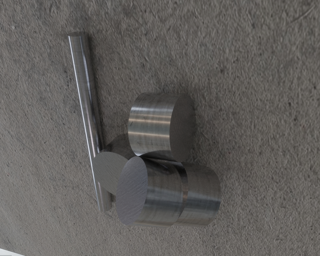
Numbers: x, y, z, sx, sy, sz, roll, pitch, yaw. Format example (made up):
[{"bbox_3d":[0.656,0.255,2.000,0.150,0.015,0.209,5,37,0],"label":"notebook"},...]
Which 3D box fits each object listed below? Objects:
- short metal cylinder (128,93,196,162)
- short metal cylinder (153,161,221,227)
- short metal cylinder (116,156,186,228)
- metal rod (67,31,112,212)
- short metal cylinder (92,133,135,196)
[{"bbox_3d":[0.005,-0.002,0.368,0.050,0.080,0.079,5,121,26],"label":"short metal cylinder"},{"bbox_3d":[0.032,0.084,0.398,0.050,0.080,0.080,15,136,-29],"label":"short metal cylinder"},{"bbox_3d":[-0.013,0.078,0.376,0.050,0.080,0.080,15,136,-29],"label":"short metal cylinder"},{"bbox_3d":[-0.100,0.010,0.465,0.025,0.025,0.298,12,124,21],"label":"metal rod"},{"bbox_3d":[-0.050,0.055,0.451,0.080,0.050,0.079,13,124,21],"label":"short metal cylinder"}]
